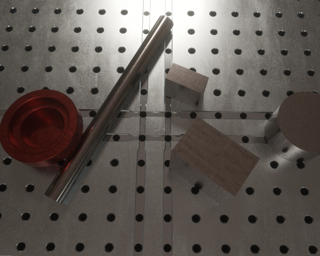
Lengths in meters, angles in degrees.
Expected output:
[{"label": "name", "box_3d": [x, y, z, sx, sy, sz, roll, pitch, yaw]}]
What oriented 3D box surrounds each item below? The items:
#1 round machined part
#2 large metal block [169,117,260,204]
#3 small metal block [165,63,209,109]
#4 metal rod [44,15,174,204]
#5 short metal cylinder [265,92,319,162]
[{"label": "round machined part", "box_3d": [-0.146, 0.003, 0.396, 0.099, 0.042, 0.098, -2, 67, 4]}, {"label": "large metal block", "box_3d": [0.059, 0.042, 0.368, 0.080, 0.080, 0.050, 35, 74, 11]}, {"label": "small metal block", "box_3d": [0.035, -0.056, 0.419, 0.050, 0.050, 0.025, 24, 72, 8]}, {"label": "metal rod", "box_3d": [-0.060, -0.038, 0.424, 0.025, 0.025, 0.300, 27, 72, 9]}, {"label": "short metal cylinder", "box_3d": [0.184, 0.000, 0.401, 0.081, 0.050, 0.080, 0, 70, 0]}]
